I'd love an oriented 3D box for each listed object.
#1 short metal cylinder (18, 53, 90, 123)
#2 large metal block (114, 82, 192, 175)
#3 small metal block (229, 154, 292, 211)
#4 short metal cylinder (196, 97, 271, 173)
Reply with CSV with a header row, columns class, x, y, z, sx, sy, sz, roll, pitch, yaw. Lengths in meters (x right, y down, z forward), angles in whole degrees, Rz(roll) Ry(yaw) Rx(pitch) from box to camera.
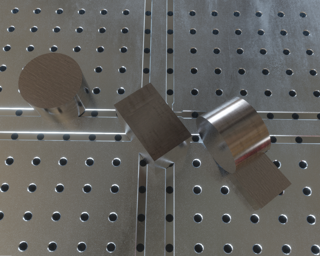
class,x,y,z,sx,sy,sz,roll,pitch,yaw
short metal cylinder,-0.139,-0.053,0.417,0.081,0.050,0.080,0,70,0
large metal block,-0.009,0.005,0.381,0.050,0.080,0.080,-34,74,-11
small metal block,0.125,0.067,0.388,0.050,0.025,0.050,-34,74,-12
short metal cylinder,0.088,0.008,0.380,0.050,0.080,0.080,-30,73,-10
